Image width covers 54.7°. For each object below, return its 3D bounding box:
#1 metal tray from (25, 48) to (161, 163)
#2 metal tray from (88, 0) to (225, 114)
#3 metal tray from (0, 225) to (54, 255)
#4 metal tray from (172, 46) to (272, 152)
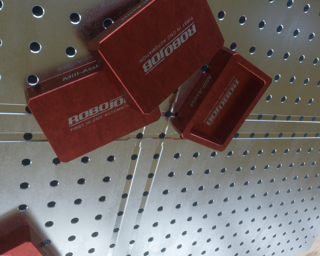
[{"bbox_3d":[-0.071,-0.026,0.355,0.131,0.030,0.090,-25,128,-13],"label":"metal tray"},{"bbox_3d":[0.002,-0.089,0.330,0.130,0.030,0.090,-44,123,-15],"label":"metal tray"},{"bbox_3d":[-0.195,0.201,0.427,0.091,0.030,0.129,-26,128,-13],"label":"metal tray"},{"bbox_3d":[0.088,-0.036,0.435,0.091,0.030,0.129,22,107,-37],"label":"metal tray"}]
